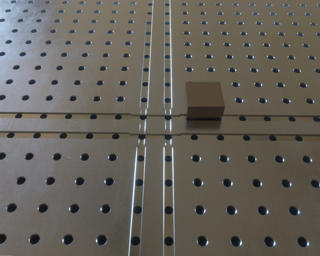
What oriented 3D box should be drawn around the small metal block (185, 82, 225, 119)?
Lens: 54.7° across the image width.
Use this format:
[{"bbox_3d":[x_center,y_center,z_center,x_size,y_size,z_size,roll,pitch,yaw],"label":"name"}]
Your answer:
[{"bbox_3d":[0.062,-0.040,0.442,0.050,0.025,0.050,0,50,-1],"label":"small metal block"}]
